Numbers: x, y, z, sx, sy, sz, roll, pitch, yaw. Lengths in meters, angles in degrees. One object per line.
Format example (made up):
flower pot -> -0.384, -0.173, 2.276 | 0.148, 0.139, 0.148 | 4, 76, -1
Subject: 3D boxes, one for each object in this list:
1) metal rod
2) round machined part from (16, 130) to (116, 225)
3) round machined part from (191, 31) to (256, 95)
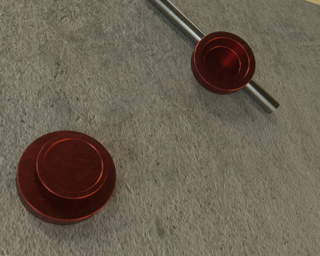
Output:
metal rod -> 0.087, -0.136, 0.533 | 0.300, 0.025, 0.025 | 44, 51, 2
round machined part -> -0.092, 0.045, 0.316 | 0.099, 0.042, 0.098 | 14, 56, -21
round machined part -> 0.096, -0.098, 0.490 | 0.099, 0.042, 0.098 | 2, 77, -9
